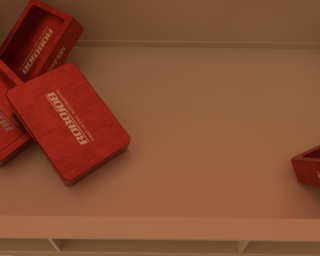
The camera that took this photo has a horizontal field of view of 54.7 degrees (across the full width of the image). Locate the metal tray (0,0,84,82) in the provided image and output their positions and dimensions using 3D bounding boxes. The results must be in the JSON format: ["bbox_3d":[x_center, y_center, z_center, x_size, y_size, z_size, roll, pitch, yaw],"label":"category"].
[{"bbox_3d":[-0.183,-0.115,0.454,0.090,0.030,0.130,31,88,22],"label":"metal tray"}]

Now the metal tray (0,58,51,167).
[{"bbox_3d":[-0.208,-0.028,0.385,0.130,0.030,0.090,46,59,-1],"label":"metal tray"}]

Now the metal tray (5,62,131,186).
[{"bbox_3d":[-0.110,-0.007,0.376,0.091,0.030,0.130,-34,80,-25],"label":"metal tray"}]

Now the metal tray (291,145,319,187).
[{"bbox_3d":[0.213,0.033,0.315,0.091,0.130,0.030,-21,93,-15],"label":"metal tray"}]
